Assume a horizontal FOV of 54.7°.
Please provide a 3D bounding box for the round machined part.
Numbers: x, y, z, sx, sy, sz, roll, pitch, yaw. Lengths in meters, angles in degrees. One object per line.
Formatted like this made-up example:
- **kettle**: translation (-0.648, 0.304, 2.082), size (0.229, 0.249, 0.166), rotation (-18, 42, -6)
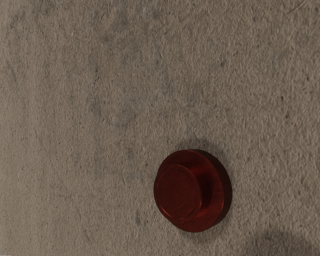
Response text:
- **round machined part**: translation (0.031, 0.075, 0.367), size (0.098, 0.042, 0.097), rotation (0, 90, 39)
